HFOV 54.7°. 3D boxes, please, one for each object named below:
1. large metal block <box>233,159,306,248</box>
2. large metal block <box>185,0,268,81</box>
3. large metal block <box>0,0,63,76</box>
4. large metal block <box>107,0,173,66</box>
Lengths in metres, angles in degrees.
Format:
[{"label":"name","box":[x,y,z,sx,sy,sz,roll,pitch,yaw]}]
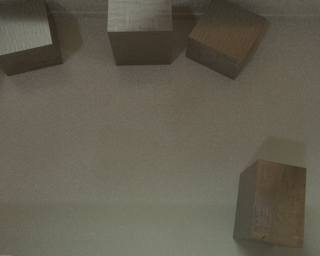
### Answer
[{"label":"large metal block","box":[0.121,0.088,0.349,0.050,0.080,0.080,11,70,4]},{"label":"large metal block","box":[0.093,-0.128,0.444,0.080,0.050,0.080,28,72,10]},{"label":"large metal block","box":[-0.192,-0.129,0.442,0.081,0.050,0.080,-14,71,-5]},{"label":"large metal block","box":[-0.025,-0.129,0.427,0.081,0.080,0.050,-2,70,-1]}]
